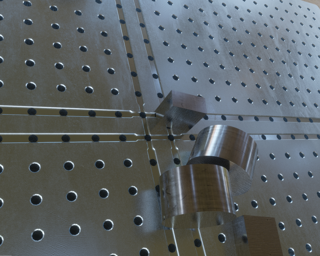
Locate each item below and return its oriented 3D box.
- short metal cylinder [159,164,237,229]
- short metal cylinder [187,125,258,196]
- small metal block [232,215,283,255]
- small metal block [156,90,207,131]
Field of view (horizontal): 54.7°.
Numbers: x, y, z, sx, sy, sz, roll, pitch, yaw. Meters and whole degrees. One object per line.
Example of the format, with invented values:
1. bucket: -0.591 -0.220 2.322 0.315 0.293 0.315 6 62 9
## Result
1. short metal cylinder: 0.041 0.079 0.347 0.081 0.080 0.050 10 58 -23
2. short metal cylinder: 0.078 0.042 0.389 0.080 0.080 0.050 32 52 -8
3. small metal block: 0.122 0.139 0.389 0.050 0.025 0.050 11 57 -22
4. small metal block: 0.028 -0.022 0.421 0.050 0.050 0.025 11 57 -22
